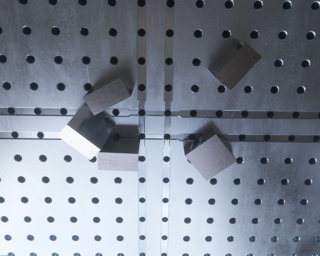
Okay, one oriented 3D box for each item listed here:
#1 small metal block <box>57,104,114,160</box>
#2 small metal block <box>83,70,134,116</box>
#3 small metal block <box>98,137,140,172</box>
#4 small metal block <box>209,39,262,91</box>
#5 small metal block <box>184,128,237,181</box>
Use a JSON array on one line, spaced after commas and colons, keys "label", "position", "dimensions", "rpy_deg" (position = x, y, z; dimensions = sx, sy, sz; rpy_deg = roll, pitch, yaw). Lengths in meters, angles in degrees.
[{"label": "small metal block", "position": [-0.094, 0.004, 0.398], "dimensions": [0.050, 0.050, 0.025], "rpy_deg": [39, 124, -13]}, {"label": "small metal block", "position": [-0.062, -0.045, 0.383], "dimensions": [0.050, 0.050, 0.025], "rpy_deg": [-27, 108, 9]}, {"label": "small metal block", "position": [-0.053, 0.034, 0.412], "dimensions": [0.050, 0.050, 0.025], "rpy_deg": [3, 110, -2]}, {"label": "small metal block", "position": [0.088, -0.077, 0.373], "dimensions": [0.025, 0.050, 0.050], "rpy_deg": [38, 106, -13]}, {"label": "small metal block", "position": [0.069, 0.037, 0.428], "dimensions": [0.050, 0.025, 0.050], "rpy_deg": [-37, 107, 12]}]
